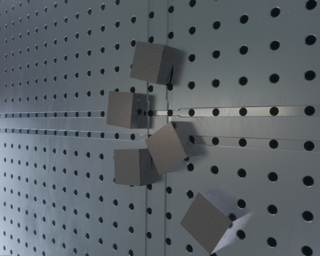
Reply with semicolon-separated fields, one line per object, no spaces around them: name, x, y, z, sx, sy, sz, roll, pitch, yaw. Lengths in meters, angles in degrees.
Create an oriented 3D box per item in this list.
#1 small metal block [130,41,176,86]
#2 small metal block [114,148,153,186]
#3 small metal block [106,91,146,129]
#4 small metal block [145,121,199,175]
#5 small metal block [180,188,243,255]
small metal block;-0.010;-0.087;0.419;0.050;0.025;0.050;20;103;38
small metal block;-0.039;0.055;0.443;0.050;0.025;0.050;-4;87;40
small metal block;-0.050;-0.027;0.452;0.050;0.025;0.050;10;96;39
small metal block;0.014;0.025;0.399;0.050;0.025;0.050;-37;67;34
small metal block;0.059;0.108;0.362;0.050;0.025;0.050;39;114;33
